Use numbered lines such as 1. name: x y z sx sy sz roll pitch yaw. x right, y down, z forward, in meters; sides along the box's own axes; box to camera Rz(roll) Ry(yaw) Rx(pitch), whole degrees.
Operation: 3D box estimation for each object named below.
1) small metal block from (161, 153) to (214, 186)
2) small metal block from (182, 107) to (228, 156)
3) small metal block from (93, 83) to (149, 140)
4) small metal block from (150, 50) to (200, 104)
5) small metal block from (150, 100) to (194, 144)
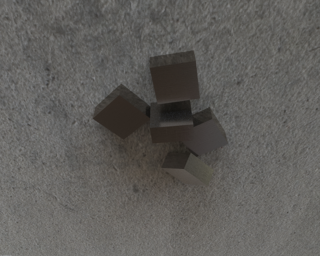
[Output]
1. small metal block: 0.039 0.059 0.442 0.050 0.025 0.050 37 155 -28
2. small metal block: 0.056 0.007 0.414 0.050 0.025 0.050 -25 126 19
3. small metal block: -0.047 -0.019 0.390 0.050 0.025 0.050 -37 122 27
4. small metal block: 0.018 -0.058 0.358 0.050 0.025 0.050 -8 130 6
5. small metal block: 0.014 -0.009 0.384 0.050 0.050 0.025 -5 130 3
